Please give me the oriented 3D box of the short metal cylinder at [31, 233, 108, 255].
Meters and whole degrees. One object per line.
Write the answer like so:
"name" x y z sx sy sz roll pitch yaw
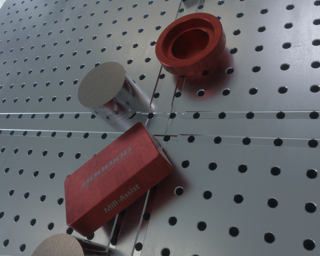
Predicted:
"short metal cylinder" -0.102 0.164 0.345 0.080 0.050 0.080 -13 56 21

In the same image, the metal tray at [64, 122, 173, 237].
"metal tray" -0.056 0.058 0.380 0.130 0.030 0.090 -38 32 2

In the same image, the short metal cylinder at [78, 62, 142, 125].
"short metal cylinder" -0.074 -0.052 0.463 0.080 0.050 0.080 -13 56 21

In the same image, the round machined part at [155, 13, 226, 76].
"round machined part" 0.046 -0.114 0.443 0.098 0.042 0.098 -13 56 21
